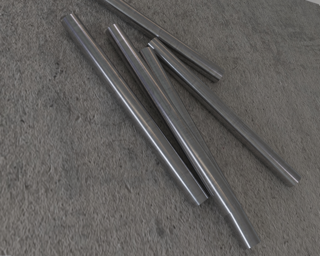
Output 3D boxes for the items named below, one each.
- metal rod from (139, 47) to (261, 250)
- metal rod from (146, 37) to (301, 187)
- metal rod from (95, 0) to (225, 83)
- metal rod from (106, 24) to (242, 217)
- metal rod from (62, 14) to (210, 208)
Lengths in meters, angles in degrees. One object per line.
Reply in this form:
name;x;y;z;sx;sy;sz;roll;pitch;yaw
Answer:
metal rod;0.045;0.015;0.418;0.025;0.025;0.299;-16;70;-35
metal rod;0.094;-0.025;0.468;0.300;0.025;0.025;44;51;2
metal rod;-0.027;-0.165;0.489;0.301;0.025;0.025;33;51;-7
metal rod;0.009;-0.023;0.409;0.025;0.025;0.299;-20;68;-35
metal rod;-0.037;-0.029;0.401;0.025;0.025;0.299;-29;78;-37
